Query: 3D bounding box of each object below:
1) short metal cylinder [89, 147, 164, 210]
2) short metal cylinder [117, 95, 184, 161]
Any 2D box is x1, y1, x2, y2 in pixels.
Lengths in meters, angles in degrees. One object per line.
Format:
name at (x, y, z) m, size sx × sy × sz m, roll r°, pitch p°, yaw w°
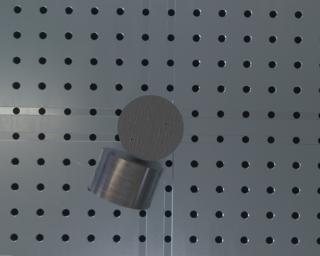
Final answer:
short metal cylinder at (-0.042, 0.061, 0.385) m, size 0.080 × 0.080 × 0.050 m, roll 20°, pitch 90°, yaw 0°
short metal cylinder at (-0.011, 0.000, 0.401) m, size 0.081 × 0.050 × 0.079 m, roll 0°, pitch 90°, yaw 0°
